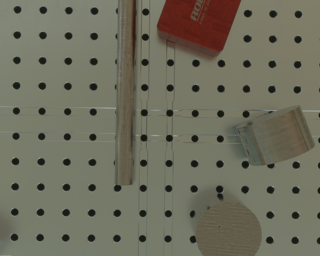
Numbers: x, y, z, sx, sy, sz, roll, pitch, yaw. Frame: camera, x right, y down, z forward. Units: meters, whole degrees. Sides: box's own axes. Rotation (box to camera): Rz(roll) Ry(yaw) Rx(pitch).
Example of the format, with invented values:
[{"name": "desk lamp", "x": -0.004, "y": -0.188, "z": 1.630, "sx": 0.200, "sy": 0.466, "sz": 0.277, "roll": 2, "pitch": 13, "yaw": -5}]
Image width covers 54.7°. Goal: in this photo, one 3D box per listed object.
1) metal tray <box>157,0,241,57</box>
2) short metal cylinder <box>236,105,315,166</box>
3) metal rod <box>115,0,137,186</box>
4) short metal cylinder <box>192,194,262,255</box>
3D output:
[{"name": "metal tray", "x": 0.059, "y": -0.172, "z": 0.411, "sx": 0.090, "sy": 0.030, "sz": 0.129, "roll": 20, "pitch": 90, "yaw": 0}, {"name": "short metal cylinder", "x": 0.143, "y": 0.009, "z": 0.387, "sx": 0.080, "sy": 0.080, "sz": 0.050, "roll": -21, "pitch": 90, "yaw": 0}, {"name": "metal rod", "x": -0.045, "y": -0.075, "z": 0.412, "sx": 0.025, "sy": 0.025, "sz": 0.298, "roll": 1, "pitch": 90, "yaw": 0}, {"name": "short metal cylinder", "x": 0.084, "y": 0.130, "z": 0.401, "sx": 0.081, "sy": 0.050, "sz": 0.080, "roll": 0, "pitch": 90, "yaw": 0}]
